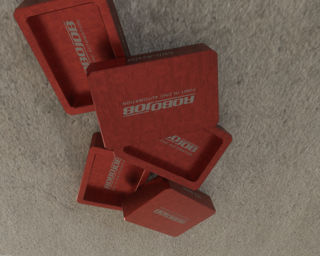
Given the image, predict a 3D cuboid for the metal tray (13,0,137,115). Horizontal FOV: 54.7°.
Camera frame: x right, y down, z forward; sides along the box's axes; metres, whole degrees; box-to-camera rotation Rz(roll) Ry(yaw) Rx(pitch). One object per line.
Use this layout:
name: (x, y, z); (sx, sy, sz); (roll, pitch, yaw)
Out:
metal tray: (-0.081, -0.079, 0.335); (0.090, 0.030, 0.129); (-10, 130, 8)

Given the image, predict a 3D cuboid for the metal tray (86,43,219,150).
metal tray: (-0.004, -0.034, 0.333); (0.131, 0.030, 0.089); (-12, 121, -8)

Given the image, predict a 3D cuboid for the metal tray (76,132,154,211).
metal tray: (-0.068, 0.071, 0.462); (0.091, 0.030, 0.129); (14, 129, -12)

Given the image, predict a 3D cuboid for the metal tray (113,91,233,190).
metal tray: (0.016, 0.017, 0.398); (0.131, 0.030, 0.090); (27, 104, -22)

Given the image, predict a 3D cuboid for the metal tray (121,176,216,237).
metal tray: (0.016, 0.125, 0.487); (0.090, 0.030, 0.130); (-38, 133, 19)
